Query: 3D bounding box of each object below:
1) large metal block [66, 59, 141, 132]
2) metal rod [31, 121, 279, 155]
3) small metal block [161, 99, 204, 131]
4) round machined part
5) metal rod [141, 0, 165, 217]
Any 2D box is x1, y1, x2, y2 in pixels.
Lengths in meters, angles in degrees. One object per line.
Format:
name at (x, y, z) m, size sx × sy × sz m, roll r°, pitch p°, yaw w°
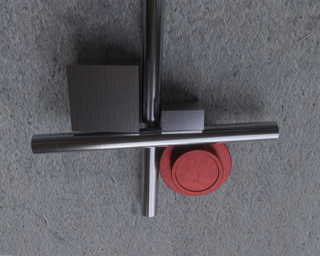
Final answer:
large metal block at (-0.065, -0.041, 0.381) m, size 0.081 × 0.050 × 0.079 m, roll 1°, pitch 110°, yaw -1°
metal rod at (-0.003, 0.012, 0.389) m, size 0.302 × 0.025 × 0.025 m, roll -3°, pitch 110°, yaw -4°
small metal block at (0.027, -0.018, 0.392) m, size 0.050 × 0.050 × 0.025 m, roll -1°, pitch 110°, yaw 0°
round machined part at (0.048, 0.052, 0.421) m, size 0.099 × 0.042 × 0.097 m, roll 0°, pitch 110°, yaw -1°
metal rod at (-0.011, -0.016, 0.405) m, size 0.025 × 0.025 × 0.298 m, roll 1°, pitch 110°, yaw -1°
